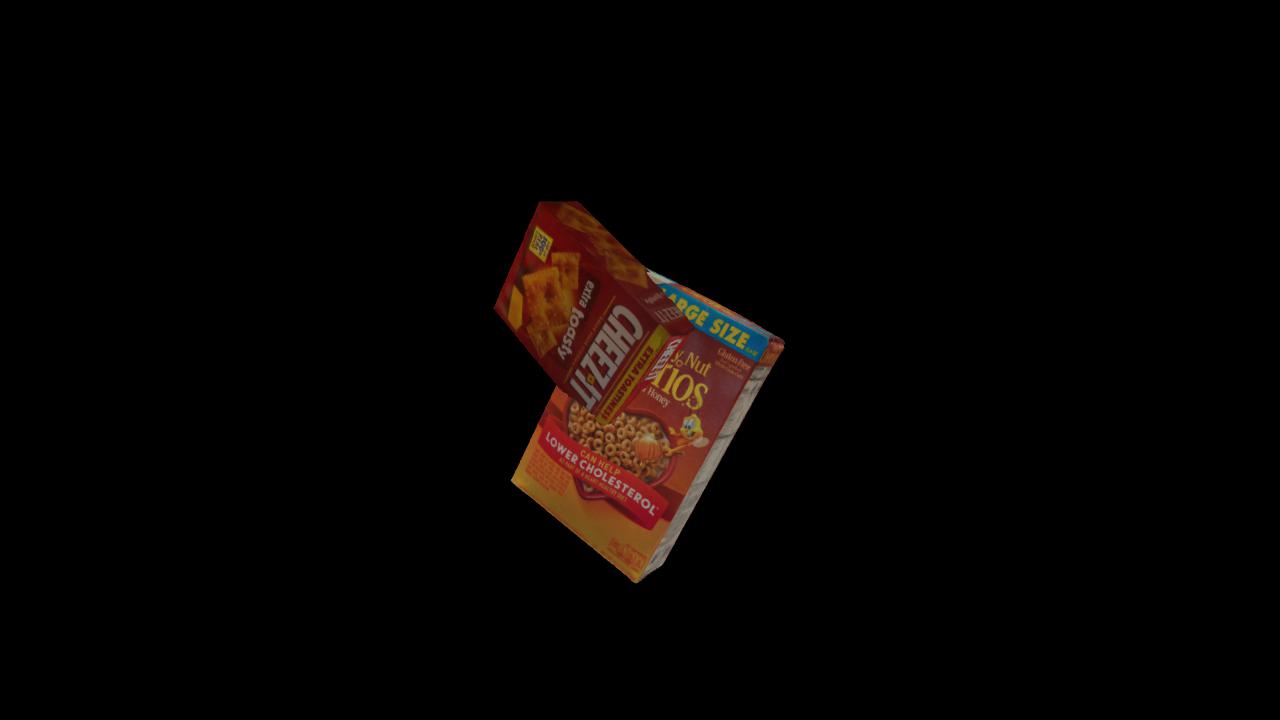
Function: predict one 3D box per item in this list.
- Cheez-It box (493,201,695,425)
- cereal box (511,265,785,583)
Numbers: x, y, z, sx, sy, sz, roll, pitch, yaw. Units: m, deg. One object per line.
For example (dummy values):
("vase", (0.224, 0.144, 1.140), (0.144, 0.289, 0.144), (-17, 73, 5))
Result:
("Cheez-It box", (-0.058, -0.048, 0.700), (0.071, 0.223, 0.166), (-19, -30, -49))
("cereal box", (0.000, 0.062, 0.699), (0.203, 0.306, 0.081), (33, 14, 24))
